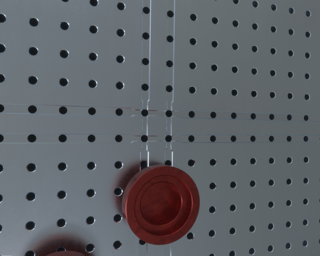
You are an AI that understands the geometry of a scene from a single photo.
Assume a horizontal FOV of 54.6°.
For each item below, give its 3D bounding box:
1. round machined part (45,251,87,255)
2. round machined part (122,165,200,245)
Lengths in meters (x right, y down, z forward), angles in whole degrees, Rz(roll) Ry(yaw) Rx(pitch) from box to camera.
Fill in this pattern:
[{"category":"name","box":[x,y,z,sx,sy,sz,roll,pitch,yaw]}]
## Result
[{"category":"round machined part","box":[-0.115,0.192,0.361,0.099,0.042,0.097,0,90,-20]},{"category":"round machined part","box":[-0.002,0.096,0.403,0.099,0.042,0.097,0,90,-20]}]
